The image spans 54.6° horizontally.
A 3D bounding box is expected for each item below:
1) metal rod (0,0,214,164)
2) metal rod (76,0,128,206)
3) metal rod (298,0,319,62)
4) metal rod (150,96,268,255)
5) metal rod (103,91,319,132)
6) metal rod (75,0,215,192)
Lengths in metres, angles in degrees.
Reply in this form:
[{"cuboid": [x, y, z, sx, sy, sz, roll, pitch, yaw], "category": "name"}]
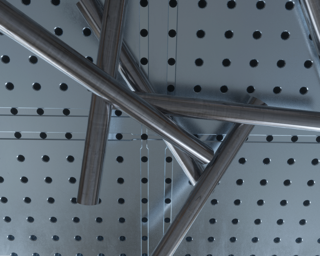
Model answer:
[{"cuboid": [-0.044, -0.034, 0.329, 0.301, 0.025, 0.025, 34, 108, -32], "category": "metal rod"}, {"cuboid": [-0.060, -0.063, 0.345, 0.025, 0.025, 0.298, 9, 93, -3], "category": "metal rod"}, {"cuboid": [0.208, -0.092, 0.381, 0.025, 0.025, 0.299, -27, 108, 9], "category": "metal rod"}, {"cuboid": [0.052, 0.092, 0.417, 0.025, 0.025, 0.299, 30, 96, -11], "category": "metal rod"}, {"cuboid": [0.071, -0.021, 0.376, 0.302, 0.025, 0.025, 6, 110, -2], "category": "metal rod"}, {"cuboid": [-0.010, -0.028, 0.402, 0.025, 0.025, 0.299, -30, 108, 10], "category": "metal rod"}]
